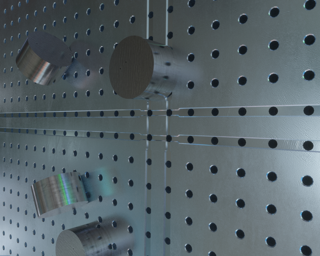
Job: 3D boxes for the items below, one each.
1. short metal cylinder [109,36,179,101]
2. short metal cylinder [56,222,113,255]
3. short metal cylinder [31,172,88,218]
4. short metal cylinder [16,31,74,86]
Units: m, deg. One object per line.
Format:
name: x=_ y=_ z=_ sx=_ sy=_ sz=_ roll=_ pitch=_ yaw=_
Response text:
short metal cylinder: x=-0.022 y=-0.077 z=0.411 sx=0.080 sy=0.050 sz=0.079 roll=0 pitch=90 yaw=40
short metal cylinder: x=-0.122 y=0.197 z=0.494 sx=0.080 sy=0.050 sz=0.079 roll=0 pitch=90 yaw=40
short metal cylinder: x=-0.165 y=0.110 z=0.510 sx=0.080 sy=0.081 sz=0.050 roll=-32 pitch=70 yaw=35
short metal cylinder: x=-0.200 y=-0.121 z=0.539 sx=0.050 sy=0.081 sz=0.080 roll=-42 pitch=65 yaw=32
